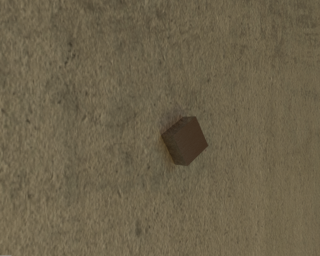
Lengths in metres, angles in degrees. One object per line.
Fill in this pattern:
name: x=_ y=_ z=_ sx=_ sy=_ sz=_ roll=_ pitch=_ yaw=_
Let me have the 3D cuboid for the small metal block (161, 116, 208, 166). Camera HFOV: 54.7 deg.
small metal block: x=0.036 y=0.018 z=0.437 sx=0.050 sy=0.025 sz=0.050 roll=-39 pitch=114 yaw=-33
